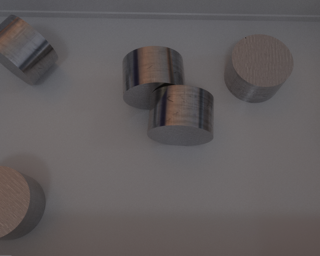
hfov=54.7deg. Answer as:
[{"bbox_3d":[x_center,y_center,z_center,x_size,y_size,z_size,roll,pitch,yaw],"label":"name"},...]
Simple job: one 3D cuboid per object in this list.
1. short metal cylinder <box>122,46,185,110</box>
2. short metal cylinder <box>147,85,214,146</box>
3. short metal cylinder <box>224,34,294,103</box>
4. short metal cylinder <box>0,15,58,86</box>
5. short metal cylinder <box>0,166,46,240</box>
[{"bbox_3d":[-0.008,-0.062,0.403,0.081,0.080,0.050,-3,70,-2],"label":"short metal cylinder"},{"bbox_3d":[0.026,-0.013,0.386,0.081,0.080,0.050,4,70,1],"label":"short metal cylinder"},{"bbox_3d":[0.134,-0.081,0.428,0.081,0.050,0.080,0,70,0],"label":"short metal cylinder"},{"bbox_3d":[-0.186,-0.103,0.416,0.080,0.080,0.050,34,74,11],"label":"short metal cylinder"},{"bbox_3d":[-0.183,0.089,0.362,0.081,0.050,0.080,0,70,0],"label":"short metal cylinder"}]
